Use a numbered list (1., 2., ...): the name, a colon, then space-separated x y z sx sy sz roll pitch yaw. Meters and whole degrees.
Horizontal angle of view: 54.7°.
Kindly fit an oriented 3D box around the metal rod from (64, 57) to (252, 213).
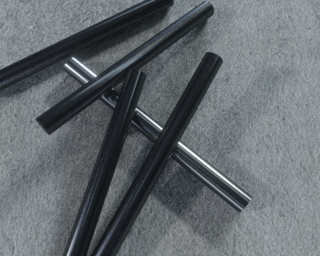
1. metal rod: -0.011 0.002 0.407 0.300 0.025 0.025 38 74 12

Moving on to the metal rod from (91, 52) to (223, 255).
1. metal rod: -0.004 0.039 0.370 0.025 0.025 0.299 28 81 9

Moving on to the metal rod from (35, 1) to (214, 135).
1. metal rod: -0.033 -0.092 0.421 0.301 0.025 0.025 -41 75 -22

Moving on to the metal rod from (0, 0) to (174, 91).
1. metal rod: -0.114 -0.129 0.453 0.302 0.025 0.025 -30 73 -11

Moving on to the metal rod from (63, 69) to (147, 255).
1. metal rod: -0.073 0.068 0.366 0.025 0.025 0.299 16 77 5
